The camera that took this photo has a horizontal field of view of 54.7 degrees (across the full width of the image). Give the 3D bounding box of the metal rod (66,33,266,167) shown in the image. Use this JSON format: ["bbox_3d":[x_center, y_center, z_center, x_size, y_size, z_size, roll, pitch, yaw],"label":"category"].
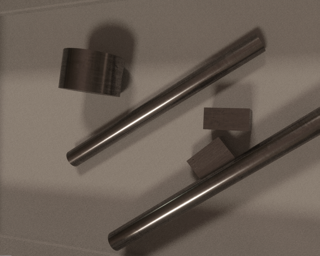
[{"bbox_3d":[-0.004,-0.028,0.411,0.300,0.025,0.025,-31,80,17],"label":"metal rod"}]

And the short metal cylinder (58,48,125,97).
[{"bbox_3d":[-0.090,-0.072,0.412,0.080,0.080,0.050,9,93,19],"label":"short metal cylinder"}]

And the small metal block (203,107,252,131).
[{"bbox_3d":[0.082,-0.010,0.368,0.050,0.050,0.025,3,91,19],"label":"small metal block"}]

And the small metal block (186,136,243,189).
[{"bbox_3d":[0.070,0.045,0.385,0.050,0.025,0.050,-40,78,15],"label":"small metal block"}]

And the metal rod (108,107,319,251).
[{"bbox_3d":[0.060,0.066,0.362,0.300,0.025,0.025,-34,79,16],"label":"metal rod"}]
